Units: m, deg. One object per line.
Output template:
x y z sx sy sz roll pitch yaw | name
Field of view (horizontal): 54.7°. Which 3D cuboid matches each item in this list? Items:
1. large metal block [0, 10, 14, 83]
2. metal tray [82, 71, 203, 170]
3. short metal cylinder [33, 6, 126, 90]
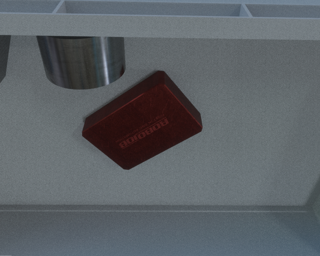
-0.191 -0.072 0.309 0.050 0.080 0.079 18 128 -15 | large metal block
-0.023 -0.004 0.402 0.130 0.030 0.090 -30 125 22 | metal tray
-0.075 -0.081 0.303 0.081 0.080 0.050 1 130 -1 | short metal cylinder
